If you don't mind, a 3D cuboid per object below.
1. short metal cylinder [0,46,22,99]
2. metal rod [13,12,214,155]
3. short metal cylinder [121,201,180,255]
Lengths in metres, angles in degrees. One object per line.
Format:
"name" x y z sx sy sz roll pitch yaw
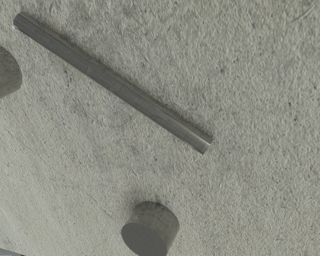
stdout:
"short metal cylinder" -0.264 -0.083 0.478 0.080 0.050 0.079 13 124 21
"metal rod" -0.063 -0.061 0.402 0.301 0.025 0.025 34 129 5
"short metal cylinder" -0.015 0.166 0.501 0.080 0.050 0.079 13 124 21
